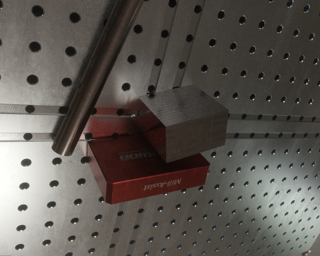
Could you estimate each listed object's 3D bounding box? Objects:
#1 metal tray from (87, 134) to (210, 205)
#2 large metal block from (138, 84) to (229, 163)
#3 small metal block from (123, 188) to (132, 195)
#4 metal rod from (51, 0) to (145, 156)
[{"bbox_3d":[-0.016,0.043,0.388,0.131,0.090,0.030,-6,121,-26],"label":"metal tray"},{"bbox_3d":[0.026,-0.009,0.386,0.081,0.080,0.050,-15,125,-21],"label":"large metal block"},{"bbox_3d":[-0.034,0.060,0.415,0.050,0.050,0.025,-7,122,-26],"label":"small metal block"},{"bbox_3d":[-0.046,-0.100,0.324,0.025,0.025,0.298,17,109,-35],"label":"metal rod"}]
